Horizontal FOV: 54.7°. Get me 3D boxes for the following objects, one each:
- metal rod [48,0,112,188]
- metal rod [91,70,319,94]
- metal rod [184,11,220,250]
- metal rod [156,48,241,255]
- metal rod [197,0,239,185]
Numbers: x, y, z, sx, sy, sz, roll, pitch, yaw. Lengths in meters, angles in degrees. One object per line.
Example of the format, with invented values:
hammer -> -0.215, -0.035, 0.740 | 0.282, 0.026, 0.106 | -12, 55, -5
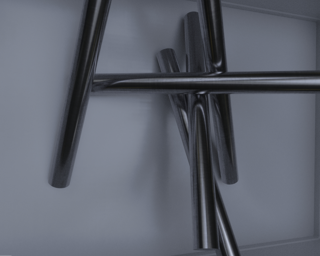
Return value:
metal rod -> -0.076, -0.068, 0.315 | 0.025, 0.025, 0.298 | 10, 112, -20
metal rod -> 0.045, -0.051, 0.350 | 0.301, 0.025, 0.025 | 1, 90, 10
metal rod -> 0.045, -0.018, 0.363 | 0.025, 0.025, 0.299 | 11, 62, -20
metal rod -> 0.046, 0.037, 0.368 | 0.025, 0.025, 0.299 | -9, 70, -20
metal rod -> 0.071, -0.052, 0.375 | 0.025, 0.025, 0.298 | -25, 122, -18
